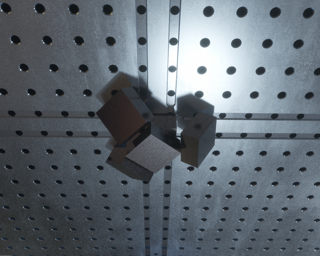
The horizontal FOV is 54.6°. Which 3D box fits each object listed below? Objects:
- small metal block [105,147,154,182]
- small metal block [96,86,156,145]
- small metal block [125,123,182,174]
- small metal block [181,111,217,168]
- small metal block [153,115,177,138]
[{"bbox_3d":[-0.041,0.051,0.438,0.050,0.025,0.050,37,158,-27],"label":"small metal block"},{"bbox_3d":[-0.042,-0.015,0.382,0.050,0.025,0.050,-39,85,28],"label":"small metal block"},{"bbox_3d":[-0.009,0.026,0.400,0.050,0.025,0.050,33,122,-26],"label":"small metal block"},{"bbox_3d":[0.050,0.015,0.404,0.025,0.050,0.050,21,136,26],"label":"small metal block"},{"bbox_3d":[-0.004,0.010,0.420,0.050,0.025,0.050,1,133,-1],"label":"small metal block"}]
